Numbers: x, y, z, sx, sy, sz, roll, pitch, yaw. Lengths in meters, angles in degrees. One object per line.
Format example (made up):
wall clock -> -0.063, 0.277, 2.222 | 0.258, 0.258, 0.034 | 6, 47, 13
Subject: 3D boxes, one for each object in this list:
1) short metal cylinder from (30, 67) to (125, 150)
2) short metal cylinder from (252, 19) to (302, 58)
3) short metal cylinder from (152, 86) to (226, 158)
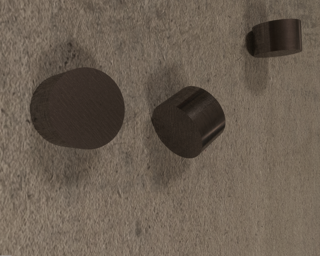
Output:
short metal cylinder -> -0.084, -0.019, 0.319 | 0.081, 0.050, 0.079 | 0, 90, -40
short metal cylinder -> 0.205, -0.155, 0.544 | 0.081, 0.080, 0.050 | -8, 95, -40
short metal cylinder -> 0.037, -0.008, 0.402 | 0.050, 0.080, 0.080 | -38, 114, -34
